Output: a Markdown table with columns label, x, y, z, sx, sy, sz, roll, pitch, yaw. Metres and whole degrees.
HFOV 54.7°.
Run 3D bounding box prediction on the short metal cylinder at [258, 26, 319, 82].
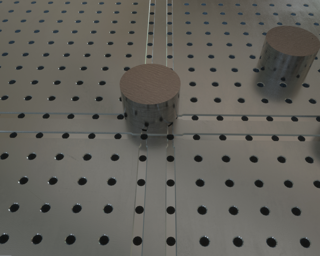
| label | x | y | z | sx | sy | sz | roll | pitch | yaw |
| --- | --- | --- | --- | --- | --- | --- | --- | --- | --- |
| short metal cylinder | 0.203 | -0.118 | 0.492 | 0.081 | 0.050 | 0.080 | 0 | 50 | 0 |

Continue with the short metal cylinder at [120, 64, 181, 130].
| label | x | y | z | sx | sy | sz | roll | pitch | yaw |
| --- | --- | --- | --- | --- | --- | --- | --- | --- | --- |
| short metal cylinder | -0.013 | -0.044 | 0.428 | 0.081 | 0.050 | 0.080 | 0 | 50 | 0 |
